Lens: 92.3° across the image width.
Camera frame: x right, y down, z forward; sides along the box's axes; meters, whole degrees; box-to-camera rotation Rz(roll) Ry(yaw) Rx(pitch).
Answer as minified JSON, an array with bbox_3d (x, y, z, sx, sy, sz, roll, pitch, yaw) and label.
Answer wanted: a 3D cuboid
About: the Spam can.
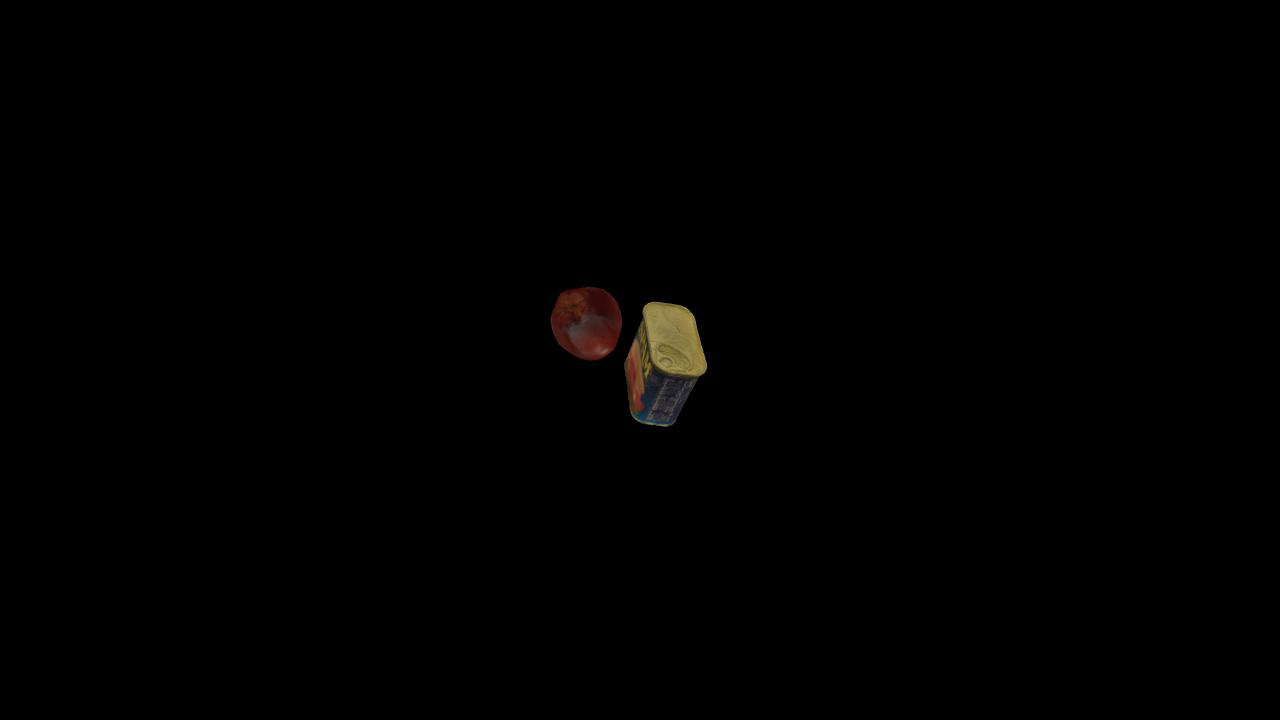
[{"bbox_3d":[0.022,0.005,0.638,0.058,0.101,0.085,7,-45,-16],"label":"Spam can"}]

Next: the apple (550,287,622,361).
[{"bbox_3d":[-0.057,-0.041,0.675,0.079,0.079,0.093,0,-23,21],"label":"apple"}]
